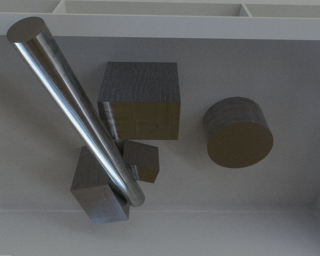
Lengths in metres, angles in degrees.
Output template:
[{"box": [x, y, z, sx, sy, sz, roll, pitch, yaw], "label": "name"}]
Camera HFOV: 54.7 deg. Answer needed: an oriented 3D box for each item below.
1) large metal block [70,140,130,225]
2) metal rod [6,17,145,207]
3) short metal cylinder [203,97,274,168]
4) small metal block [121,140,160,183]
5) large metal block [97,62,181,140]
[{"box": [-0.078, 0.077, 0.437, 0.050, 0.080, 0.080, -11, 130, 9], "label": "large metal block"}, {"box": [-0.059, 0.019, 0.317, 0.025, 0.025, 0.299, -8, 146, 6], "label": "metal rod"}, {"box": [0.098, 0.007, 0.400, 0.081, 0.050, 0.079, 0, 130, 0], "label": "short metal cylinder"}, {"box": [-0.029, 0.046, 0.430, 0.050, 0.050, 0.025, 14, 123, -13], "label": "small metal block"}, {"box": [-0.021, -0.032, 0.345, 0.081, 0.080, 0.050, 1, 130, -1], "label": "large metal block"}]
